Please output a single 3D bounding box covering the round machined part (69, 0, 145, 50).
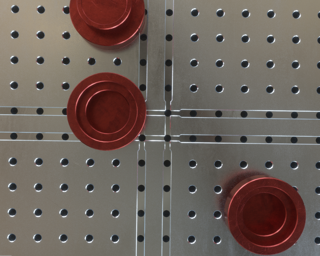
[{"bbox_3d":[-0.069,-0.156,0.404,0.099,0.042,0.097,0,90,-1],"label":"round machined part"}]

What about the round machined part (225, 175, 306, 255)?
[{"bbox_3d":[0.134,0.110,0.407,0.099,0.042,0.097,0,90,-1],"label":"round machined part"}]

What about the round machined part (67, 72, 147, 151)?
[{"bbox_3d":[-0.066,-0.021,0.404,0.099,0.042,0.097,0,90,-1],"label":"round machined part"}]
